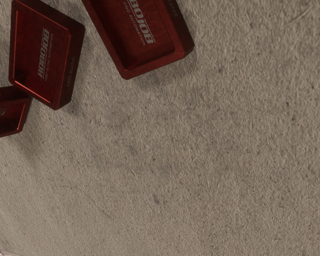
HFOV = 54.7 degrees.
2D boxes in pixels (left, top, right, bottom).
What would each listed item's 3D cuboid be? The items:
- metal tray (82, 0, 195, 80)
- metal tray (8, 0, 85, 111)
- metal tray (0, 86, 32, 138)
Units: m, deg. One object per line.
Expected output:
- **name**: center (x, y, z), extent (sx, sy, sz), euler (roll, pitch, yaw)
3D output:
- **metal tray**: center (-0.029, -0.127, 0.339), extent (0.090, 0.030, 0.129), euler (-15, 111, 33)
- **metal tray**: center (-0.159, -0.098, 0.424), extent (0.090, 0.030, 0.129), euler (31, 128, 7)
- **metal tray**: center (-0.271, -0.016, 0.467), extent (0.030, 0.131, 0.089), euler (51, 131, 18)
